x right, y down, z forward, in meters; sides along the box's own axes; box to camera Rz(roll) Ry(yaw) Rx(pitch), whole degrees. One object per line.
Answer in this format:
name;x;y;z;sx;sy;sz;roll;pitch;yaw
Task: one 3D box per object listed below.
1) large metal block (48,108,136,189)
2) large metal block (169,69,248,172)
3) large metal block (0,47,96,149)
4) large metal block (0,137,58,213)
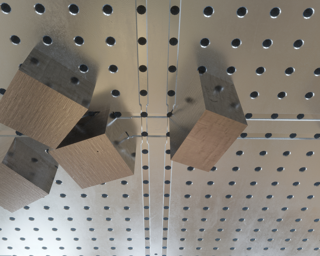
large metal block;-0.087;0.030;0.420;0.080;0.050;0.080;-17;128;14
large metal block;0.052;-0.009;0.368;0.050;0.080;0.080;19;127;-16
large metal block;-0.136;-0.032;0.367;0.080;0.050;0.080;32;123;-24
large metal block;-0.214;0.071;0.453;0.080;0.050;0.080;-28;125;21
